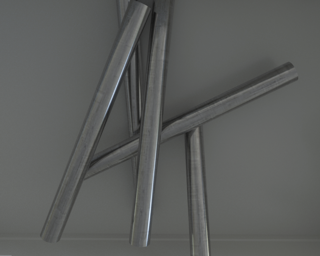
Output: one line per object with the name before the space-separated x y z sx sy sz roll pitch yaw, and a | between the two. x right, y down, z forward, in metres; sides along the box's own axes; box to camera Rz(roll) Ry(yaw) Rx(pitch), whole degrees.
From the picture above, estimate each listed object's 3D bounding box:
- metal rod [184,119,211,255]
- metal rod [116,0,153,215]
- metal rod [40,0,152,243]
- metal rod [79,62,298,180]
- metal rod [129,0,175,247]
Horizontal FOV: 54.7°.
metal rod | 0.049 0.132 0.379 0.025 0.025 0.299 -2 78 0
metal rod | -0.030 -0.012 0.406 0.025 0.025 0.298 -3 110 1
metal rod | -0.079 0.001 0.362 0.025 0.025 0.298 22 100 -8
metal rod | 0.023 -0.003 0.385 0.301 0.025 0.025 -25 108 6
metal rod | -0.009 -0.012 0.361 0.025 0.025 0.298 6 93 -3
